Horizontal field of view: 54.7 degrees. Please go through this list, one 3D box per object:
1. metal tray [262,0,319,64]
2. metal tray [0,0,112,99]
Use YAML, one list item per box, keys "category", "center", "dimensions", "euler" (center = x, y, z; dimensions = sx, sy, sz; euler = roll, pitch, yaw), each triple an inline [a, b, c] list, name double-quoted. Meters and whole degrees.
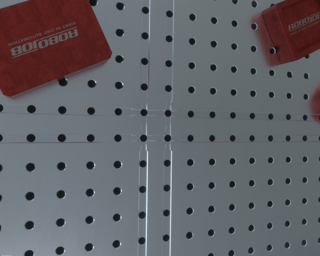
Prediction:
- category: "metal tray"
  center: [0.237, -0.169, 0.497]
  dimensions: [0.131, 0.030, 0.090]
  euler: [-27, 99, -18]
- category: "metal tray"
  center: [-0.134, -0.100, 0.360]
  dimensions: [0.131, 0.030, 0.090]
  euler: [-26, 99, -18]
